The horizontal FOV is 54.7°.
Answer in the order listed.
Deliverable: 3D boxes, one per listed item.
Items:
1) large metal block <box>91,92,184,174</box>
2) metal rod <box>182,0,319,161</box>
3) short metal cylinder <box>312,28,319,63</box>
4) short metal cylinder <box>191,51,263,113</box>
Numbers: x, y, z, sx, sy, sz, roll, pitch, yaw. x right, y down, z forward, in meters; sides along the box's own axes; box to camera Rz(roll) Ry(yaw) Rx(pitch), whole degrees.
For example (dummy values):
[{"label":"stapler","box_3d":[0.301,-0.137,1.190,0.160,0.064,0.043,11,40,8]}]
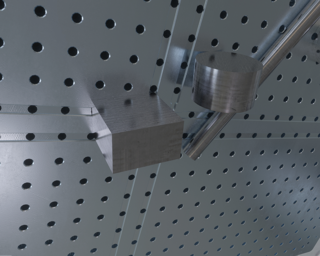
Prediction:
[{"label":"large metal block","box_3d":[-0.029,0.001,0.361,0.081,0.080,0.050,-10,123,-23]},{"label":"metal rod","box_3d":[0.138,-0.074,0.440,0.025,0.025,0.299,34,99,-39]},{"label":"short metal cylinder","box_3d":[0.282,-0.128,0.470,0.081,0.050,0.079,-14,124,-21]},{"label":"short metal cylinder","box_3d":[0.081,-0.059,0.383,0.081,0.080,0.050,-10,123,-23]}]
